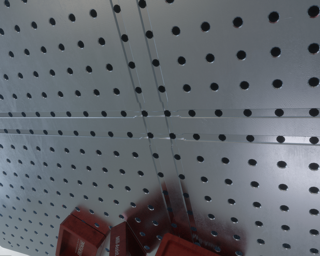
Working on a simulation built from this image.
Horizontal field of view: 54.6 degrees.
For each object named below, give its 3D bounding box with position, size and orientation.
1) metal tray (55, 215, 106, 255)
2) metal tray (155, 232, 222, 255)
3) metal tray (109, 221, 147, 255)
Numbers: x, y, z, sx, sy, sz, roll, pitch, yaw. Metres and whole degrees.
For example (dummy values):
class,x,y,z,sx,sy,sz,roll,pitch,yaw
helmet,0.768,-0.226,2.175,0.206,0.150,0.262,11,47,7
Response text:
class,x,y,z,sx,sy,sz,roll,pitch,yaw
metal tray,-0.170,0.250,0.652,0.090,0.030,0.129,28,128,10
metal tray,0.051,0.233,0.483,0.130,0.090,0.030,19,151,17
metal tray,-0.049,0.228,0.515,0.030,0.130,0.090,-28,107,1
